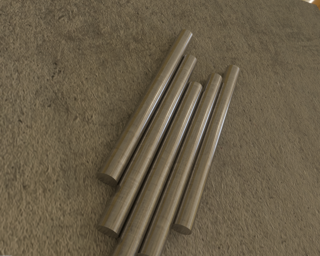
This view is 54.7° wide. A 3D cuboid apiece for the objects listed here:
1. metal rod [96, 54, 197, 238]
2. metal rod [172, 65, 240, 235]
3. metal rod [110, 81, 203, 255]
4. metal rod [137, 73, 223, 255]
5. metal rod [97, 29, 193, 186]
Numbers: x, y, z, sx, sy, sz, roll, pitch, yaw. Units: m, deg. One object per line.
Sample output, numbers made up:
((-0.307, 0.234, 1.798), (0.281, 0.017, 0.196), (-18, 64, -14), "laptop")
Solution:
((-0.003, -0.002, 0.406), (0.025, 0.025, 0.301), (32, 51, -8), "metal rod")
((0.075, 0.008, 0.442), (0.025, 0.025, 0.301), (32, 52, -8), "metal rod")
((0.003, 0.045, 0.381), (0.025, 0.025, 0.301), (32, 51, -8), "metal rod")
((0.038, 0.028, 0.410), (0.025, 0.025, 0.301), (32, 52, -8), "metal rod")
((-0.007, -0.050, 0.433), (0.025, 0.025, 0.301), (32, 52, -8), "metal rod")
